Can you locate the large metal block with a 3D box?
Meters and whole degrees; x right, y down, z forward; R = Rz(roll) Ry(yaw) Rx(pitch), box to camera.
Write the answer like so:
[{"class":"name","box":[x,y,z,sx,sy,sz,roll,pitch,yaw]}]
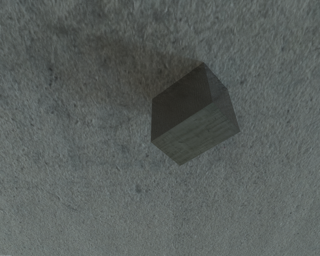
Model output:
[{"class":"large metal block","box":[0.037,-0.016,0.357,0.080,0.080,0.050,-33,123,25]}]
